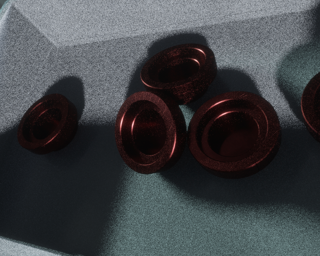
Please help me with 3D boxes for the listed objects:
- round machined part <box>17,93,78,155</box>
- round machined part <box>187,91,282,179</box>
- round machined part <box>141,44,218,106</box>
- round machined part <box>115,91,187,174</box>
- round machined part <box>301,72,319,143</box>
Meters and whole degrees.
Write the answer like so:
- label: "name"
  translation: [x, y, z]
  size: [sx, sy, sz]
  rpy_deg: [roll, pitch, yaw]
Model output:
- label: "round machined part"
  translation: [-0.169, -0.002, 0.486]
  size: [0.098, 0.042, 0.098]
  rpy_deg: [-13, 56, 21]
- label: "round machined part"
  translation: [0.083, 0.011, 0.344]
  size: [0.098, 0.042, 0.098]
  rpy_deg: [-13, 56, 21]
- label: "round machined part"
  translation: [0.027, -0.067, 0.411]
  size: [0.098, 0.042, 0.098]
  rpy_deg: [-12, 42, 12]
- label: "round machined part"
  translation: [-0.007, 0.005, 0.377]
  size: [0.098, 0.042, 0.097]
  rpy_deg: [1, 92, 40]
- label: "round machined part"
  translation: [0.193, -0.017, 0.302]
  size: [0.098, 0.042, 0.098]
  rpy_deg: [-14, 55, 22]
